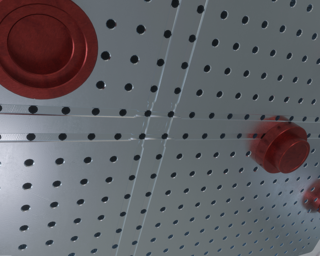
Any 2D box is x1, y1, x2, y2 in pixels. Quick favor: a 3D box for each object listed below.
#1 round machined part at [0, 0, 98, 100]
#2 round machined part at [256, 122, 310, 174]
[{"bbox_3d":[-0.112,-0.079,0.290,0.099,0.042,0.097,-14,124,-21],"label":"round machined part"},{"bbox_3d":[0.222,0.041,0.546,0.099,0.042,0.097,-14,124,-21],"label":"round machined part"}]
